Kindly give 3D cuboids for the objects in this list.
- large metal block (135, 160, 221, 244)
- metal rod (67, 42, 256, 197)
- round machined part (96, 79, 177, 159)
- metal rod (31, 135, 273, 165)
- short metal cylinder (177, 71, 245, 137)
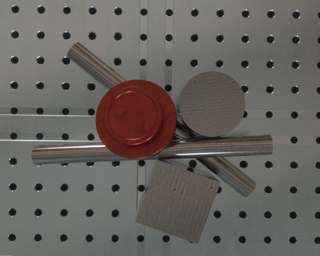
[{"bbox_3d":[0.022,0.089,0.399,0.080,0.050,0.080,20,90,-1],"label":"large metal block"},{"bbox_3d":[0.003,-0.011,0.414,0.300,0.025,0.025,38,90,-1],"label":"metal rod"},{"bbox_3d":[-0.029,-0.011,0.371,0.099,0.042,0.097,-1,81,5],"label":"round machined part"},{"bbox_3d":[-0.015,0.028,0.395,0.302,0.025,0.025,-3,90,7],"label":"metal rod"},{"bbox_3d":[0.064,-0.029,0.401,0.081,0.050,0.079,0,90,-1],"label":"short metal cylinder"}]
